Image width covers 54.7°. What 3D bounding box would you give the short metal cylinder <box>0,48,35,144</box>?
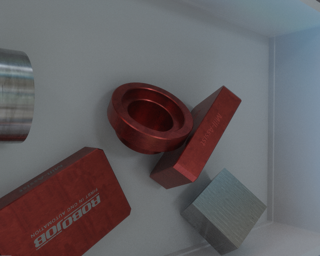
[{"bbox_3d":[-0.142,-0.026,0.253,0.050,0.080,0.079,0,90,-41],"label":"short metal cylinder"}]

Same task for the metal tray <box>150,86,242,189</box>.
[{"bbox_3d":[0.045,0.014,0.401,0.030,0.090,0.130,38,64,-7],"label":"metal tray"}]

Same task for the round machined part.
[{"bbox_3d":[-0.014,-0.007,0.363,0.099,0.098,0.042,-11,140,-40],"label":"round machined part"}]

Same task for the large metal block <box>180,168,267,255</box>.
[{"bbox_3d":[0.091,0.119,0.444,0.080,0.050,0.080,44,56,11],"label":"large metal block"}]

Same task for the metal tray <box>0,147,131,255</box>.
[{"bbox_3d":[-0.101,0.089,0.320,0.131,0.030,0.090,-35,112,-35],"label":"metal tray"}]
